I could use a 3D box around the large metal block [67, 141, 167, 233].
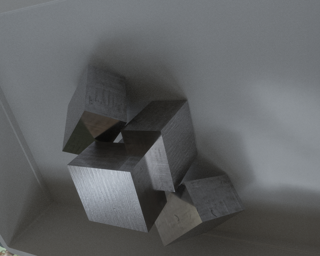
[{"bbox_3d":[-0.046,0.064,0.350,0.080,0.050,0.080,2,119,27],"label":"large metal block"}]

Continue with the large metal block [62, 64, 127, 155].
[{"bbox_3d":[-0.083,-0.019,0.394,0.050,0.080,0.080,17,134,-26],"label":"large metal block"}]

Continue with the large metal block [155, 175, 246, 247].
[{"bbox_3d":[0.048,0.106,0.402,0.080,0.081,0.050,-48,55,39],"label":"large metal block"}]

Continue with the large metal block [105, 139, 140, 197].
[{"bbox_3d":[-0.032,0.061,0.426,0.050,0.080,0.080,1,119,27],"label":"large metal block"}]

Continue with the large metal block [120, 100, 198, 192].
[{"bbox_3d":[0.003,0.019,0.380,0.050,0.080,0.080,1,119,27],"label":"large metal block"}]
